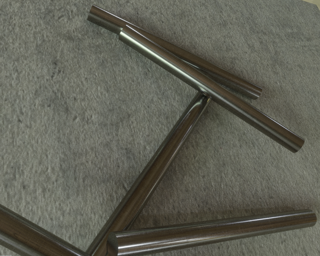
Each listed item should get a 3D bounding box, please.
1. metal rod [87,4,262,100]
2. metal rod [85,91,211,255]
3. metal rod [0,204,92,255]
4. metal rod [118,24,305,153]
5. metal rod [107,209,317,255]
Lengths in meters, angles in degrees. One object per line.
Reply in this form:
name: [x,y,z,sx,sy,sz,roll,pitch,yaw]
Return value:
metal rod: [0.033,-0.115,0.493,0.302,0.025,0.025,22,53,-15]
metal rod: [0.003,0.039,0.382,0.025,0.025,0.301,39,51,-3]
metal rod: [-0.039,0.140,0.272,0.301,0.025,0.025,37,51,-15]
metal rod: [0.073,-0.056,0.446,0.301,0.025,0.025,33,51,0]
metal rod: [0.085,0.118,0.362,0.302,0.025,0.025,5,60,-32]
